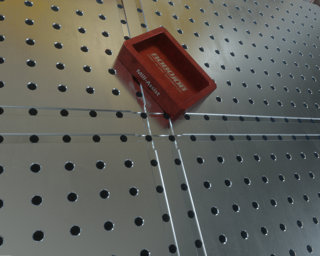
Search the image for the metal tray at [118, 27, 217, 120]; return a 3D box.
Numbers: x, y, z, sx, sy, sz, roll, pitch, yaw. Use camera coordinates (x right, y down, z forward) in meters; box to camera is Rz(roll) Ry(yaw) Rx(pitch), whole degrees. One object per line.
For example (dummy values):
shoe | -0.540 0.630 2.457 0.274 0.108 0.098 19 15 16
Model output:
metal tray | 0.012 -0.085 0.462 0.130 0.030 0.091 49 51 6
